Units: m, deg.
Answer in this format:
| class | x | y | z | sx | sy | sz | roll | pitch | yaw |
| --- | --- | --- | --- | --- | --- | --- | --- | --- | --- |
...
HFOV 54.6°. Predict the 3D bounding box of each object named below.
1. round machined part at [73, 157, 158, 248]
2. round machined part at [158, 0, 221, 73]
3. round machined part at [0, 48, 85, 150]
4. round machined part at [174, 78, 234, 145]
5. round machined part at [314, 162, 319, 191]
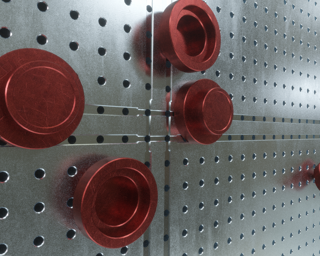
| class | x | y | z | sx | sy | sz | roll | pitch | yaw |
| --- | --- | --- | --- | --- | --- | --- | --- | --- | --- |
| round machined part | -0.053 | 0.081 | 0.353 | 0.099 | 0.042 | 0.097 | 0 | 90 | -40 |
| round machined part | 0.036 | -0.125 | 0.427 | 0.099 | 0.042 | 0.097 | 0 | 90 | -40 |
| round machined part | -0.118 | -0.028 | 0.299 | 0.099 | 0.042 | 0.097 | 0 | 90 | -40 |
| round machined part | 0.071 | -0.024 | 0.456 | 0.099 | 0.042 | 0.097 | 0 | 90 | -40 |
| round machined part | 0.396 | 0.122 | 0.705 | 0.099 | 0.098 | 0.042 | -29 | 151 | -36 |
